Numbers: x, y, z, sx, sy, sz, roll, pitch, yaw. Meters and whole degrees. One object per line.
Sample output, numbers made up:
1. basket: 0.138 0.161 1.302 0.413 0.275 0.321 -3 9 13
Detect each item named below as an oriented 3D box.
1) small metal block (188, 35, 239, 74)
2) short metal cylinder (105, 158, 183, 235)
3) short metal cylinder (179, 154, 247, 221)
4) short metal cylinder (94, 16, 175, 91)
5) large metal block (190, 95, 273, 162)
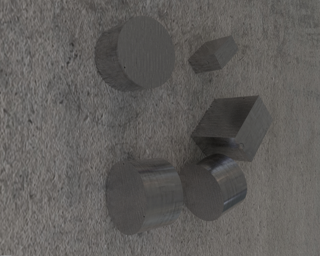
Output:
1. small metal block: 0.078 -0.107 0.453 0.050 0.050 0.025 -48 119 -29
2. short metal cylinder: -0.020 0.076 0.353 0.050 0.080 0.080 0 90 -40
3. short metal cylinder: 0.072 0.081 0.429 0.050 0.080 0.079 -17 101 -39
4. short metal cylinder: -0.029 -0.084 0.364 0.081 0.050 0.080 0 90 -40
5. large metal block: 0.106 0.000 0.457 0.050 0.080 0.080 51 60 -28
